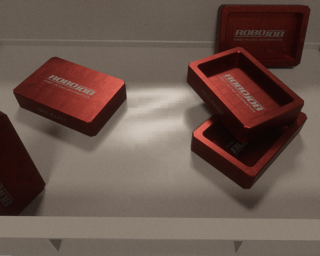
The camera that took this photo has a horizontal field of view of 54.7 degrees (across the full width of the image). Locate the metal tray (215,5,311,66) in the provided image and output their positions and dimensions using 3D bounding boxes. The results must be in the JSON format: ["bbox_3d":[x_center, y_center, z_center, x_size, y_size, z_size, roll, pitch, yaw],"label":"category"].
[{"bbox_3d":[0.155,-0.144,0.482,0.131,0.089,0.030,0,25,-1],"label":"metal tray"}]

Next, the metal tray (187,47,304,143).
[{"bbox_3d":[0.106,-0.049,0.404,0.091,0.030,0.130,-22,53,-18],"label":"metal tray"}]

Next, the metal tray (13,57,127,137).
[{"bbox_3d":[-0.125,-0.049,0.441,0.130,0.030,0.090,21,53,16],"label":"metal tray"}]

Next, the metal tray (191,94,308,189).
[{"bbox_3d":[0.114,0.005,0.398,0.090,0.030,0.131,37,58,26],"label":"metal tray"}]

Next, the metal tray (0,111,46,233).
[{"bbox_3d":[-0.169,0.050,0.293,0.030,0.129,0.090,26,55,20],"label":"metal tray"}]
